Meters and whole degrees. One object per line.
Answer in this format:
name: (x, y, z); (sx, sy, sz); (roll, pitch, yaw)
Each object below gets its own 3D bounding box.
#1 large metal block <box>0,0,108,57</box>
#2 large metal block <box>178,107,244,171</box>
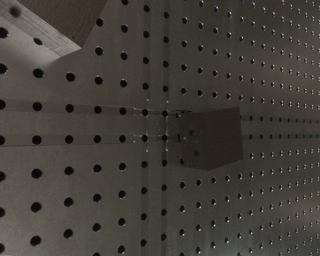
large metal block: (-0.104, -0.131, 0.306); (0.080, 0.050, 0.080); (34, 69, -35)
large metal block: (0.076, 0.013, 0.459); (0.081, 0.050, 0.079); (-10, 97, -40)
